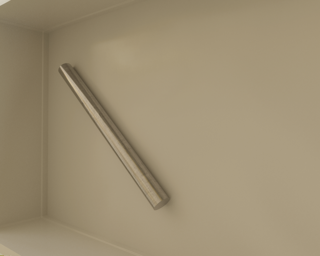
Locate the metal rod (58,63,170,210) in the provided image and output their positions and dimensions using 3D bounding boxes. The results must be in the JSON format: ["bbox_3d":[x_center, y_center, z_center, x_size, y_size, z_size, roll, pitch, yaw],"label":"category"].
[{"bbox_3d":[-0.082,-0.002,0.476,0.300,0.025,0.025,50,120,28],"label":"metal rod"}]
